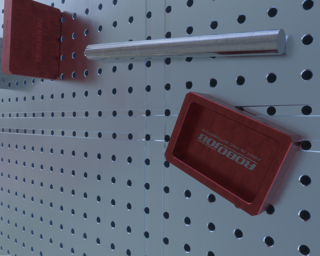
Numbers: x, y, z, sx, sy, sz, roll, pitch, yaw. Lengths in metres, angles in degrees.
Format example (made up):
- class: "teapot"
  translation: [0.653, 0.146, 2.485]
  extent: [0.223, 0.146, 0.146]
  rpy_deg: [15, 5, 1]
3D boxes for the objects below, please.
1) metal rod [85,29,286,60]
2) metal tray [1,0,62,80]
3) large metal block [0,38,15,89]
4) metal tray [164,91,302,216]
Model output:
- class: "metal rod"
  translation: [0.006, -0.104, 0.402]
  extent: [0.300, 0.025, 0.025]
  rpy_deg: [9, 96, 39]
- class: "metal tray"
  translation: [-0.226, -0.155, 0.549]
  extent: [0.030, 0.091, 0.129]
  rpy_deg: [7, 94, 39]
- class: "large metal block"
  translation: [-0.360, -0.144, 0.685]
  extent: [0.080, 0.050, 0.080]
  rpy_deg: [-39, 66, 32]
- class: "metal tray"
  translation: [0.073, 0.023, 0.344]
  extent: [0.130, 0.030, 0.089]
  rpy_deg: [30, 108, 35]
